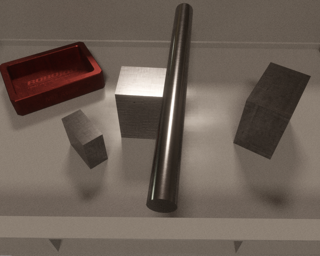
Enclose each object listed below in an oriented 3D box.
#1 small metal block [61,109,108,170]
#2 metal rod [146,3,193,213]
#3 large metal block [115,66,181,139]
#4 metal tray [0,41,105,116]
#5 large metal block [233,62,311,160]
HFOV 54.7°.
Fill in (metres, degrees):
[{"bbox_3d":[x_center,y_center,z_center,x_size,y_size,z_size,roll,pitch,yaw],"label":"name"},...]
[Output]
[{"bbox_3d":[-0.091,0.014,0.376,0.025,0.050,0.050,-32,57,-24],"label":"small metal block"},{"bbox_3d":[0.018,-0.052,0.344,0.025,0.025,0.300,5,50,4],"label":"metal rod"},{"bbox_3d":[-0.009,-0.029,0.394,0.080,0.080,0.050,3,50,2],"label":"large metal block"},{"bbox_3d":[-0.161,-0.078,0.465,0.131,0.030,0.090,-23,54,-18],"label":"metal tray"},{"bbox_3d":[0.139,-0.021,0.389,0.050,0.080,0.080,26,55,20],"label":"large metal block"}]
